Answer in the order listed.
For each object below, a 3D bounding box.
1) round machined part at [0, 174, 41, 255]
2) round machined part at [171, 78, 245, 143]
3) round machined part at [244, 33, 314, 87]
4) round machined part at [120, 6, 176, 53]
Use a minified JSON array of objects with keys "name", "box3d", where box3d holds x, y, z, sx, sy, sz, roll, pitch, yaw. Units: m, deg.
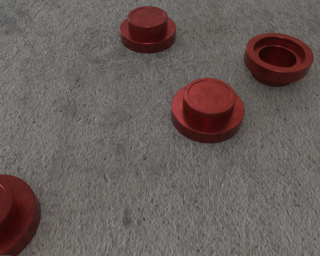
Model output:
[{"name":"round machined part","box3d":[-0.179,0.089,0.316,0.099,0.042,0.098,0,50,0]},{"name":"round machined part","box3d":[0.065,-0.030,0.418,0.099,0.042,0.098,0,50,0]},{"name":"round machined part","box3d":[0.179,-0.102,0.479,0.099,0.042,0.098,0,50,0]},{"name":"round machined part","box3d":[-0.021,-0.177,0.540,0.099,0.042,0.098,0,50,0]}]
